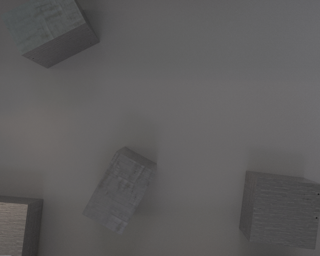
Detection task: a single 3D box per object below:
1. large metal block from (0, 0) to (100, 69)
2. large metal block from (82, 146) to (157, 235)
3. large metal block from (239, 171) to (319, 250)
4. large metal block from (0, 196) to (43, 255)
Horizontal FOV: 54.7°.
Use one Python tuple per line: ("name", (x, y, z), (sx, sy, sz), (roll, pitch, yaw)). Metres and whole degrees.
("large metal block", (-0.129, -0.121, 0.383), (0.080, 0.080, 0.050), (-27, 90, 0))
("large metal block", (-0.045, 0.072, 0.383), (0.050, 0.080, 0.080), (29, 90, 0))
("large metal block", (0.153, 0.103, 0.400), (0.080, 0.050, 0.080), (7, 90, 0))
("large metal block", (-0.203, 0.131, 0.393), (0.080, 0.050, 0.080), (5, 84, 0))
